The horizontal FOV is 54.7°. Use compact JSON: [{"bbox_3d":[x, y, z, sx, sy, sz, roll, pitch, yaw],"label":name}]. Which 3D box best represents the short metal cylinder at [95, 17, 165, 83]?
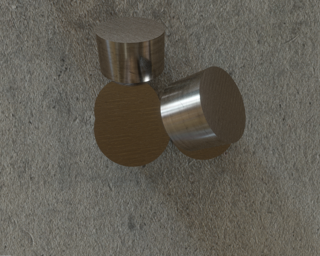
[{"bbox_3d":[-0.035,-0.097,0.377,0.081,0.080,0.050,0,129,-1],"label":"short metal cylinder"}]

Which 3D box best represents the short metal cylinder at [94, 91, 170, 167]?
[{"bbox_3d":[-0.029,0.001,0.348,0.081,0.050,0.079,0,90,-1],"label":"short metal cylinder"}]

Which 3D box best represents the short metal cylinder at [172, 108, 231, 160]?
[{"bbox_3d":[0.052,-0.001,0.399,0.081,0.050,0.079,0,90,-1],"label":"short metal cylinder"}]

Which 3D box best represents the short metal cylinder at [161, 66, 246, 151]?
[{"bbox_3d":[0.047,-0.019,0.327,0.050,0.081,0.080,-17,90,42],"label":"short metal cylinder"}]

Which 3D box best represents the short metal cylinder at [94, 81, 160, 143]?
[{"bbox_3d":[-0.039,-0.022,0.398,0.081,0.050,0.079,0,90,-1],"label":"short metal cylinder"}]
